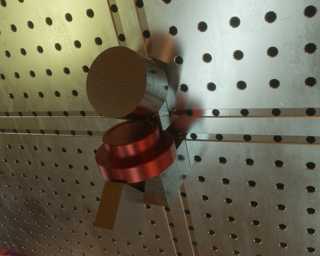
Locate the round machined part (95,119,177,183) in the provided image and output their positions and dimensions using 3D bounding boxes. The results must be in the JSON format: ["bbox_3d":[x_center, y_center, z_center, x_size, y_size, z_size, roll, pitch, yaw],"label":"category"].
[{"bbox_3d":[-0.032,0.021,0.379,0.098,0.098,0.042,1,119,27],"label":"round machined part"}]

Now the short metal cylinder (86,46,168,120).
[{"bbox_3d":[-0.038,-0.049,0.361,0.080,0.050,0.080,-1,88,27],"label":"short metal cylinder"}]

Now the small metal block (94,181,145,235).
[{"bbox_3d":[-0.045,0.093,0.358,0.025,0.050,0.050,1,157,27],"label":"small metal block"}]

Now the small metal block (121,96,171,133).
[{"bbox_3d":[-0.018,-0.022,0.404,0.050,0.025,0.050,1,119,27],"label":"small metal block"}]

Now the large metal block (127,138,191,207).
[{"bbox_3d":[-0.014,0.054,0.414,0.080,0.080,0.050,1,119,27],"label":"large metal block"}]
